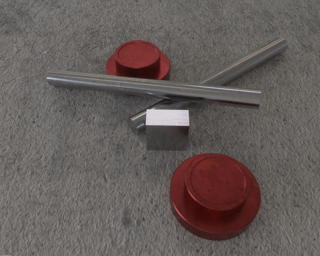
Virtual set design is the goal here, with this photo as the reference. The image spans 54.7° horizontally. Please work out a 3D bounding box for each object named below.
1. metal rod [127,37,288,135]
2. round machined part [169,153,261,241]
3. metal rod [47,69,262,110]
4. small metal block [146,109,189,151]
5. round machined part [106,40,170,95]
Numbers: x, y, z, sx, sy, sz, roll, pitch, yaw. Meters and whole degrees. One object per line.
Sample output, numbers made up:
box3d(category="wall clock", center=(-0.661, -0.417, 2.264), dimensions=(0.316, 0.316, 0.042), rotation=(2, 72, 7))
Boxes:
box3d(category="metal rod", center=(0.085, -0.071, 0.463), dimensions=(0.302, 0.025, 0.025), rotation=(-30, 56, -23))
box3d(category="round machined part", center=(0.060, 0.067, 0.337), dimensions=(0.099, 0.042, 0.098), rotation=(0, 50, 0))
box3d(category="metal rod", center=(-0.020, -0.055, 0.422), dimensions=(0.301, 0.025, 0.025), rotation=(8, 50, 17))
box3d(category="small metal block", center=(0.009, 0.003, 0.384), dimensions=(0.050, 0.050, 0.025), rotation=(1, 50, 1))
box3d(category="round machined part", center=(-0.033, -0.098, 0.474), dimensions=(0.099, 0.042, 0.098), rotation=(0, 50, 0))
